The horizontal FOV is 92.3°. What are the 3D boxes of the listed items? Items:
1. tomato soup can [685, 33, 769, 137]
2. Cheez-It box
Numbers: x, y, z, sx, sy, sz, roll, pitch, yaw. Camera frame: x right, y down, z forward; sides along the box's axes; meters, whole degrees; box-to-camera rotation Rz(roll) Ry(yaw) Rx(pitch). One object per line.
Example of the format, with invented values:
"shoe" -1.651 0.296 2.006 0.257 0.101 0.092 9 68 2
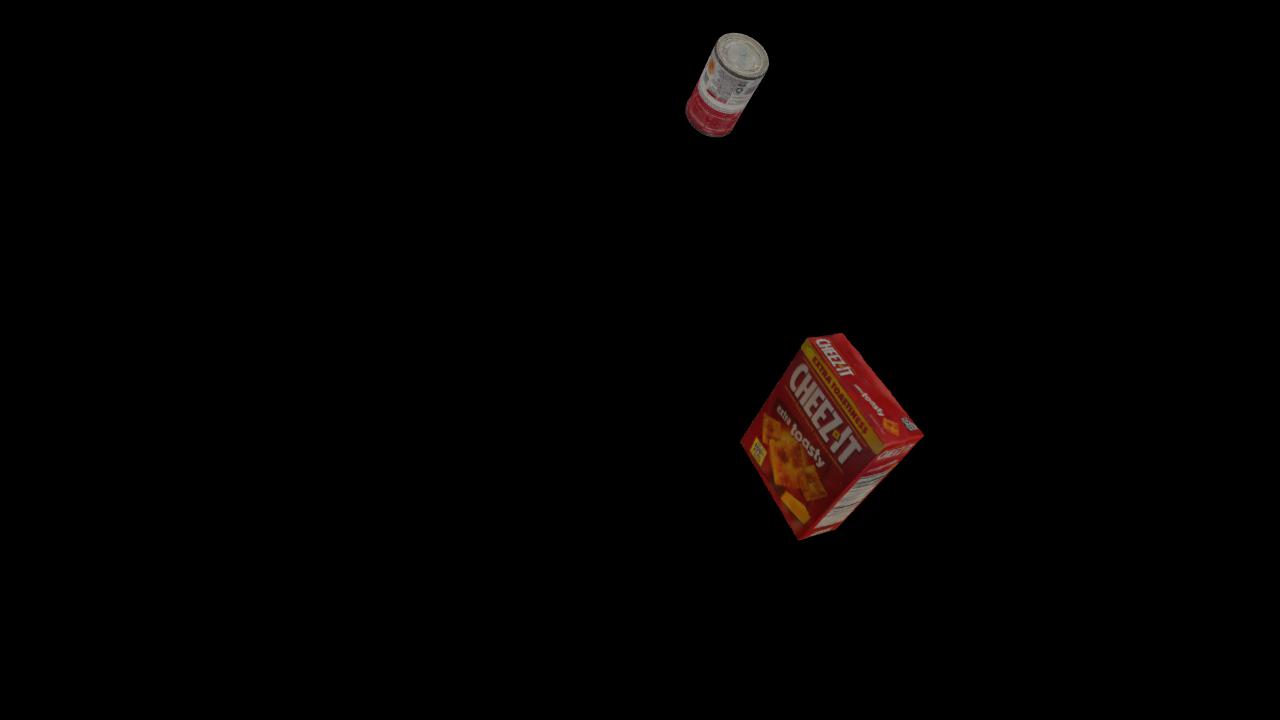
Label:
"tomato soup can" 0.102 -0.326 0.735 0.068 0.068 0.101 0 -20 -16
"Cheez-It box" 0.229 0.101 0.782 0.071 0.166 0.223 -8 -39 -26
